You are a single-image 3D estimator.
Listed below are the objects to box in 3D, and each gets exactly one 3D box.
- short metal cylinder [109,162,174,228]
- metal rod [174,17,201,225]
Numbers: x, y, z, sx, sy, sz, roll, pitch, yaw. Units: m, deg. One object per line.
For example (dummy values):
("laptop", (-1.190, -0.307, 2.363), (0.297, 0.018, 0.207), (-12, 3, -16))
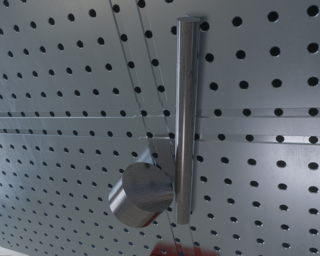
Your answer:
("short metal cylinder", (-0.027, 0.097, 0.450), (0.080, 0.080, 0.050), (38, 129, 2))
("metal rod", (0.032, 0.013, 0.402), (0.025, 0.025, 0.298), (13, 124, 21))
